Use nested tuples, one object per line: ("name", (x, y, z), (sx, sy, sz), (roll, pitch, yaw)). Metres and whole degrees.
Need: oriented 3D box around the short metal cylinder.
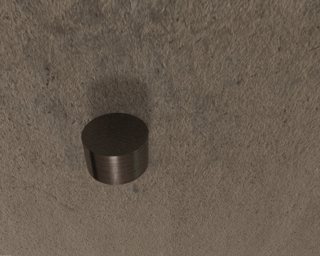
("short metal cylinder", (-0.055, 0.025, 0.391), (0.081, 0.080, 0.050), (1, 130, -1))
